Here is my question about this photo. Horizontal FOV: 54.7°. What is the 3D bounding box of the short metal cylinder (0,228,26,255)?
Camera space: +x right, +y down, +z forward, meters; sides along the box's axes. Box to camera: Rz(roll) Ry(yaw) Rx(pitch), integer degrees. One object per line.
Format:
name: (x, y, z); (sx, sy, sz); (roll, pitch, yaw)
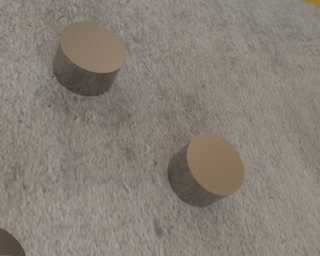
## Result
short metal cylinder: (-0.147, 0.119, 0.236); (0.081, 0.050, 0.080); (14, 56, -21)

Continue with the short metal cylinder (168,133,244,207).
short metal cylinder: (0.057, 0.053, 0.388); (0.081, 0.050, 0.080); (14, 56, -21)

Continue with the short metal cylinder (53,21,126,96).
short metal cylinder: (-0.090, -0.087, 0.394); (0.081, 0.050, 0.080); (14, 56, -21)
